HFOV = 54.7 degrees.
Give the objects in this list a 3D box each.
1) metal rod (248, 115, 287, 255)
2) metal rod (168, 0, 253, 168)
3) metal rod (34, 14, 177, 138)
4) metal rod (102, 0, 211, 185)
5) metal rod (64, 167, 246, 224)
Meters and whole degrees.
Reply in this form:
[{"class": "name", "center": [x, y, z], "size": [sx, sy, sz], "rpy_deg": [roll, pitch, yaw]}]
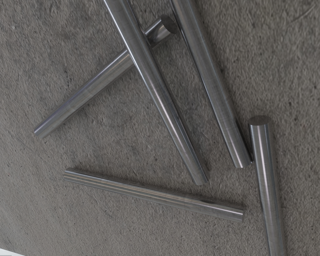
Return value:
[{"class": "metal rod", "center": [0.147, 0.122, 0.404], "size": [0.025, 0.025, 0.298], "rpy_deg": [-2, 118, 29]}, {"class": "metal rod", "center": [0.042, -0.087, 0.330], "size": [0.025, 0.025, 0.299], "rpy_deg": [-12, 112, 33]}, {"class": "metal rod", "center": [-0.093, -0.053, 0.423], "size": [0.299, 0.025, 0.025], "rpy_deg": [-30, 102, 37]}, {"class": "metal rod", "center": [-0.004, -0.050, 0.352], "size": [0.025, 0.025, 0.299], "rpy_deg": [-9, 122, 32]}, {"class": "metal rod", "center": [-0.023, 0.099, 0.479], "size": [0.301, 0.025, 0.025], "rpy_deg": [8, 122, 24]}]
